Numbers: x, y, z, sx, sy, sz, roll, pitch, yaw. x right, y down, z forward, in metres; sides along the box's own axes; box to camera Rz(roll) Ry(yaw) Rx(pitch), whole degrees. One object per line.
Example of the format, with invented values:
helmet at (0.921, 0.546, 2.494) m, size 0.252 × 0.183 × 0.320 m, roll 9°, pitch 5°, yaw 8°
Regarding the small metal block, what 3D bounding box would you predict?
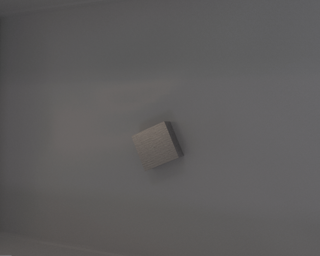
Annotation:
small metal block at (-0.003, 0.024, 0.412) m, size 0.050 × 0.025 × 0.050 m, roll -24°, pitch 82°, yaw 18°
